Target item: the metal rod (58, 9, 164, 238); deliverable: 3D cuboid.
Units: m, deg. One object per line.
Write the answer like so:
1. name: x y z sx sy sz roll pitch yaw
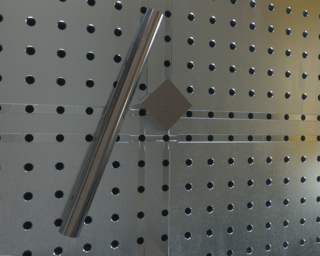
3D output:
1. metal rod: -0.058 -0.012 0.391 0.025 0.025 0.299 23 82 -19

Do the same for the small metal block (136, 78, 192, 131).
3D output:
1. small metal block: 0.006 -0.031 0.416 0.050 0.025 0.050 -46 105 -14

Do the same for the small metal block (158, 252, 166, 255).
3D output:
1. small metal block: 0.002 0.197 0.401 0.050 0.050 0.025 -43 104 -15
